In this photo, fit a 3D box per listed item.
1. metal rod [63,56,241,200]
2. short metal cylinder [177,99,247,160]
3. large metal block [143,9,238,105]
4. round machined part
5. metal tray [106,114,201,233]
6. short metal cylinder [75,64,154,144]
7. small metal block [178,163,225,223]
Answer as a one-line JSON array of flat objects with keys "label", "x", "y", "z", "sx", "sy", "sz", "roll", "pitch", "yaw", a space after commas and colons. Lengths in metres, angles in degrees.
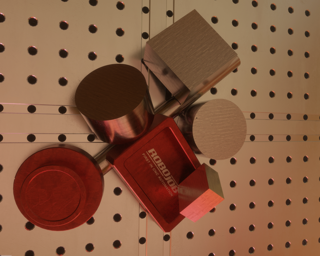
[{"label": "metal rod", "x": -0.005, "y": -0.009, "z": 0.412, "sx": 0.301, "sy": 0.025, "sz": 0.025, "roll": -39, "pitch": 103, "yaw": -15}, {"label": "short metal cylinder", "x": 0.070, "y": 0.002, "z": 0.424, "sx": 0.081, "sy": 0.050, "sz": 0.079, "roll": 0, "pitch": 90, "yaw": -20}, {"label": "large metal block", "x": 0.037, "y": -0.090, "z": 0.400, "sx": 0.080, "sy": 0.050, "sz": 0.080, "roll": -39, "pitch": 83, "yaw": -16}, {"label": "round machined part", "x": -0.114, "y": 0.070, "z": 0.348, "sx": 0.099, "sy": 0.042, "sz": 0.097, "roll": -1, "pitch": 96, "yaw": -5}, {"label": "metal tray", "x": 0.004, "y": 0.058, "z": 0.396, "sx": 0.090, "sy": 0.030, "sz": 0.130, "roll": -39, "pitch": 115, "yaw": -15}, {"label": "short metal cylinder", "x": -0.050, "y": -0.028, "z": 0.359, "sx": 0.080, "sy": 0.050, "sz": 0.080, "roll": -5, "pitch": 57, "yaw": 7}, {"label": "small metal block", "x": 0.049, "y": 0.080, "z": 0.387, "sx": 0.025, "sy": 0.050, "sz": 0.050, "roll": 37, "pitch": 113, "yaw": -19}]
